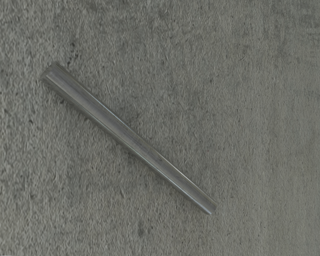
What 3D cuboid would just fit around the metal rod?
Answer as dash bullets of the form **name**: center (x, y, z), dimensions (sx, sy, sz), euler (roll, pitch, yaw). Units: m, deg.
- **metal rod**: center (-0.019, 0.031, 0.388), dimensions (0.300, 0.025, 0.025), euler (43, 64, -31)
